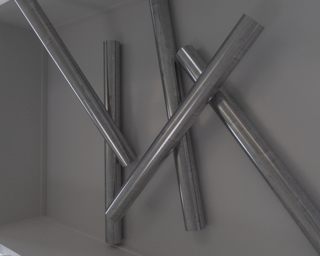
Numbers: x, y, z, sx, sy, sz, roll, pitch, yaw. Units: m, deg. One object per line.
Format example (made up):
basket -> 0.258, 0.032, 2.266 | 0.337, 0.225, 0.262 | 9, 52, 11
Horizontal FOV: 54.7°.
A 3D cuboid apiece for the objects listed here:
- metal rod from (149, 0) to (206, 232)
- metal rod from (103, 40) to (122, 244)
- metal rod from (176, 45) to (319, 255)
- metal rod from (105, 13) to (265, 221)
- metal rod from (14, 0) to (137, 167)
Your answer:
metal rod -> 0.020, -0.025, 0.390 | 0.025, 0.025, 0.298 | -15, 81, 39
metal rod -> -0.071, 0.020, 0.465 | 0.025, 0.025, 0.298 | -1, 89, 40
metal rod -> 0.102, 0.024, 0.322 | 0.025, 0.025, 0.299 | -46, 63, 30
metal rod -> 0.014, 0.007, 0.361 | 0.025, 0.025, 0.298 | 50, 119, 28
metal rod -> -0.121, -0.077, 0.424 | 0.025, 0.025, 0.299 | -25, 101, 37
